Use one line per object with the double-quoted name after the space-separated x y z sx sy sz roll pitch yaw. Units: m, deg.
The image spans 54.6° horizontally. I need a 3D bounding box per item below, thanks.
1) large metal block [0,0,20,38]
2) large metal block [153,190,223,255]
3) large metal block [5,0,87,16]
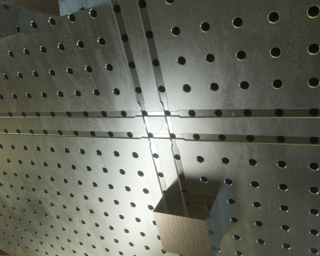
-0.236 -0.176 0.412 0.080 0.050 0.080 34 129 6 "large metal block"
0.044 0.144 0.461 0.080 0.050 0.080 1 119 27 "large metal block"
-0.134 -0.181 0.355 0.080 0.050 0.079 17 125 18 "large metal block"
